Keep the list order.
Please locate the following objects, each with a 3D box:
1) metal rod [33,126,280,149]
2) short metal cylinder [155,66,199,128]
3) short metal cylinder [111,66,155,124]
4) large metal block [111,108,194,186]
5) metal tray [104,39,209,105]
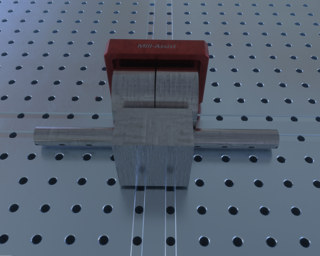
[{"bbox_3d":[-0.004,0.012,0.392,0.302,0.025,0.025,1,50,0],"label":"metal rod"},{"bbox_3d":[0.021,-0.039,0.401,0.050,0.080,0.080,1,50,1],"label":"short metal cylinder"},{"bbox_3d":[-0.031,-0.040,0.401,0.050,0.080,0.080,1,50,0],"label":"short metal cylinder"},{"bbox_3d":[-0.006,0.023,0.347,0.081,0.080,0.050,1,50,0],"label":"large metal block"},{"bbox_3d":[-0.004,-0.074,0.423,0.131,0.089,0.030,1,50,0],"label":"metal tray"}]
